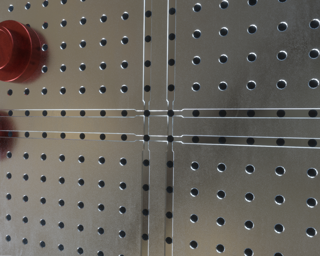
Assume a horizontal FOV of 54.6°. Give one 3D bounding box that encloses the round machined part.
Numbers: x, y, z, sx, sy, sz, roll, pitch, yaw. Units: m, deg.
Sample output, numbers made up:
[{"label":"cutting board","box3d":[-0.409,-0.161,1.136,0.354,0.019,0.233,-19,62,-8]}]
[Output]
[{"label":"round machined part","box3d":[-0.243,-0.122,0.490,0.098,0.042,0.097,0,90,20]}]
